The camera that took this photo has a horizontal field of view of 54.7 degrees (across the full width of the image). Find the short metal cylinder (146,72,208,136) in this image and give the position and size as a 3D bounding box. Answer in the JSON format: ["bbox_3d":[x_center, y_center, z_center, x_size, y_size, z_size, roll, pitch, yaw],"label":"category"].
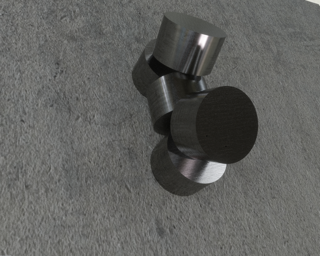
[{"bbox_3d":[0.026,-0.030,0.403,0.081,0.080,0.050,1,61,-28],"label":"short metal cylinder"}]

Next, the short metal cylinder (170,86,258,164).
[{"bbox_3d":[0.059,-0.003,0.338,0.081,0.050,0.080,0,90,-27],"label":"short metal cylinder"}]

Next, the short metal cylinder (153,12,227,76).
[{"bbox_3d":[0.036,-0.107,0.391,0.081,0.050,0.080,15,32,-9],"label":"short metal cylinder"}]

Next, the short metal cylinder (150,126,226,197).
[{"bbox_3d":[0.034,0.039,0.384,0.081,0.050,0.080,14,56,-21],"label":"short metal cylinder"}]

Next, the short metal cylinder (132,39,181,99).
[{"bbox_3d":[0.006,-0.080,0.442,0.081,0.050,0.080,14,56,-21],"label":"short metal cylinder"}]
